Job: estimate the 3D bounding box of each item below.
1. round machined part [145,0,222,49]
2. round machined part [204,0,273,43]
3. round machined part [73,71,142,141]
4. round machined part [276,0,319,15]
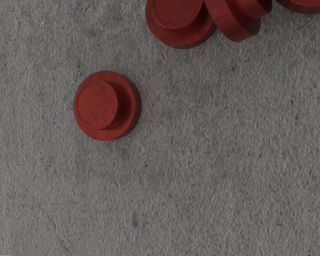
[{"bbox_3d":[0.026,-0.153,0.391,0.098,0.042,0.097,0,90,20],"label":"round machined part"},{"bbox_3d":[0.087,-0.147,0.335,0.042,0.099,0.097,-18,84,39],"label":"round machined part"},{"bbox_3d":[-0.079,-0.031,0.428,0.098,0.042,0.097,0,90,20],"label":"round machined part"},{"bbox_3d":[0.165,-0.171,0.336,0.098,0.042,0.097,0,88,10],"label":"round machined part"}]
